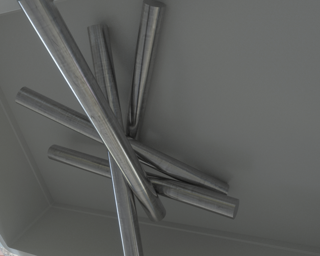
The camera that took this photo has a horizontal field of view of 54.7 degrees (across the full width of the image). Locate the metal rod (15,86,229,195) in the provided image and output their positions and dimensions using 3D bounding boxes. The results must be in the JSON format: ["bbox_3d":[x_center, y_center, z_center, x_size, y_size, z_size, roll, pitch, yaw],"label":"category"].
[{"bbox_3d":[-0.048,0.022,0.414,0.301,0.025,0.025,26,128,-1],"label":"metal rod"}]

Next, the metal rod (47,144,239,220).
[{"bbox_3d":[-0.041,0.068,0.436,0.301,0.025,0.025,12,124,26],"label":"metal rod"}]

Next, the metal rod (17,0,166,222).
[{"bbox_3d":[-0.052,0.006,0.330,0.025,0.025,0.299,0,132,28],"label":"metal rod"}]

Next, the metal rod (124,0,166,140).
[{"bbox_3d":[-0.034,-0.015,0.417,0.025,0.025,0.298,24,127,14],"label":"metal rod"}]

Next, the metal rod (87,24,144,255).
[{"bbox_3d":[-0.054,0.025,0.388,0.025,0.025,0.298,-5,96,30],"label":"metal rod"}]
